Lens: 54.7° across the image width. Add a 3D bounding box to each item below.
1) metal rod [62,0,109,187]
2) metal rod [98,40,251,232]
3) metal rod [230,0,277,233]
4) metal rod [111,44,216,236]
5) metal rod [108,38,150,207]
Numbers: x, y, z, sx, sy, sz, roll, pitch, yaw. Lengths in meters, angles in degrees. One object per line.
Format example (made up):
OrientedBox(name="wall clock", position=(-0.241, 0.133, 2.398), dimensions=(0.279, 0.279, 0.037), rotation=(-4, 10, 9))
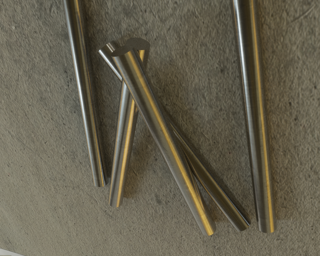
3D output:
OrientedBox(name="metal rod", position=(-0.101, -0.038, 0.436), dimensions=(0.025, 0.025, 0.298), rotation=(12, 124, 21))
OrientedBox(name="metal rod", position=(0.025, 0.017, 0.404), dimensions=(0.025, 0.025, 0.300), rotation=(-30, 102, 38))
OrientedBox(name="metal rod", position=(0.109, 0.000, 0.348), dimensions=(0.025, 0.025, 0.298), rotation=(0, 119, 28))
OrientedBox(name="metal rod", position=(0.018, 0.037, 0.380), dimensions=(0.025, 0.025, 0.299), rotation=(-3, 129, 30))
OrientedBox(name="metal rod", position=(-0.049, 0.018, 0.421), dimensions=(0.025, 0.025, 0.298), rotation=(26, 135, 12))
